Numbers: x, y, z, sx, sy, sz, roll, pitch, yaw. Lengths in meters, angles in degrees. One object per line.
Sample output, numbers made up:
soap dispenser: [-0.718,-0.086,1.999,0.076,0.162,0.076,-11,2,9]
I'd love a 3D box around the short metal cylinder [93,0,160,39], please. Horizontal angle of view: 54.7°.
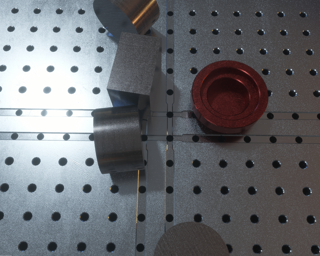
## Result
short metal cylinder: [-0.048,-0.167,0.443,0.080,0.080,0.050,34,74,11]

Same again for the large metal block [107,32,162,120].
large metal block: [-0.030,-0.065,0.406,0.050,0.080,0.080,10,70,3]

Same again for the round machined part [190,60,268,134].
round machined part: [0.090,-0.038,0.417,0.099,0.042,0.098,0,70,0]

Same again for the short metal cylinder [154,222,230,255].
short metal cylinder: [0.033,0.147,0.345,0.081,0.050,0.080,0,70,0]

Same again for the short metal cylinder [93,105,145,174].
short metal cylinder: [-0.048,0.013,0.377,0.050,0.080,0.080,-6,70,-2]
